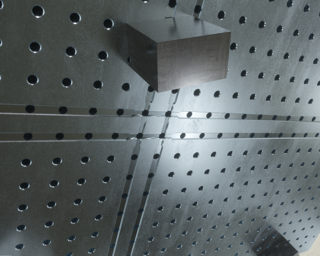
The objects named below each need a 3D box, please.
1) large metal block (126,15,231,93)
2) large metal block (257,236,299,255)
[{"bbox_3d":[0.017,-0.084,0.335,0.081,0.080,0.050,-15,125,-21],"label":"large metal block"},{"bbox_3d":[0.296,0.326,0.763,0.080,0.050,0.080,-35,129,-5],"label":"large metal block"}]
